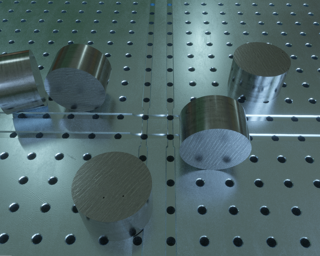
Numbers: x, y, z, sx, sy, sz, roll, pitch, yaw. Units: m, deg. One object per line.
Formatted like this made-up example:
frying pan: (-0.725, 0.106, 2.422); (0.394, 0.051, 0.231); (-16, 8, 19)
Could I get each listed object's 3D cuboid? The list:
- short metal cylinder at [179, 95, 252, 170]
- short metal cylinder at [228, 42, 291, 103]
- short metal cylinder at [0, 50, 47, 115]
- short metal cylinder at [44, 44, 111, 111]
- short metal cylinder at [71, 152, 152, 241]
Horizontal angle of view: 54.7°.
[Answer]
short metal cylinder: (0.063, 0.007, 0.366); (0.080, 0.080, 0.050); (2, 50, 1)
short metal cylinder: (0.146, -0.084, 0.463); (0.081, 0.050, 0.080); (0, 50, 0)
short metal cylinder: (-0.192, -0.063, 0.423); (0.050, 0.080, 0.080); (-14, 52, -11)
short metal cylinder: (-0.111, -0.068, 0.428); (0.080, 0.080, 0.050); (3, 50, 2)
short metal cylinder: (-0.048, 0.072, 0.330); (0.081, 0.050, 0.080); (0, 50, 0)
